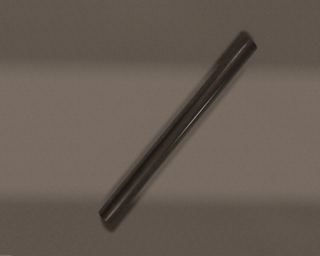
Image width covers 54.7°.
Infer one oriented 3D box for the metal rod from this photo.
[{"bbox_3d":[0.024,0.003,0.411,0.025,0.025,0.300,40,90,-1],"label":"metal rod"}]
